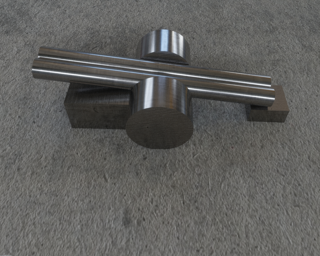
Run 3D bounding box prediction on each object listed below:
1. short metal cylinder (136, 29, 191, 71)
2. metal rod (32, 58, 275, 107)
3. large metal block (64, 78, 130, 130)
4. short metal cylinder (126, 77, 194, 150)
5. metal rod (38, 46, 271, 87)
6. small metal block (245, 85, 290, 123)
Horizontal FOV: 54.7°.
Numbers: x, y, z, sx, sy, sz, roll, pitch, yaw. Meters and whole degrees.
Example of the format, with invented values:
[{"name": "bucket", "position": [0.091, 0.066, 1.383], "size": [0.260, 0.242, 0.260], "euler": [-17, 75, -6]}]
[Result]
[{"name": "short metal cylinder", "position": [0.004, -0.093, 0.448], "size": [0.080, 0.080, 0.050], "euler": [1, 50, 1]}, {"name": "metal rod", "position": [-0.004, -0.057, 0.394], "size": [0.302, 0.025, 0.025], "euler": [6, 50, -5]}, {"name": "large metal block", "position": [-0.077, -0.044, 0.426], "size": [0.080, 0.050, 0.080], "euler": [2, 50, 1]}, {"name": "short metal cylinder", "position": [0.000, -0.017, 0.383], "size": [0.080, 0.080, 0.050], "euler": [1, 50, 1]}, {"name": "metal rod", "position": [-0.003, -0.076, 0.410], "size": [0.302, 0.025, 0.025], "euler": [6, 50, -5]}, {"name": "small metal block", "position": [0.147, -0.035, 0.435], "size": [0.050, 0.025, 0.050], "euler": [2, 50, 2]}]
